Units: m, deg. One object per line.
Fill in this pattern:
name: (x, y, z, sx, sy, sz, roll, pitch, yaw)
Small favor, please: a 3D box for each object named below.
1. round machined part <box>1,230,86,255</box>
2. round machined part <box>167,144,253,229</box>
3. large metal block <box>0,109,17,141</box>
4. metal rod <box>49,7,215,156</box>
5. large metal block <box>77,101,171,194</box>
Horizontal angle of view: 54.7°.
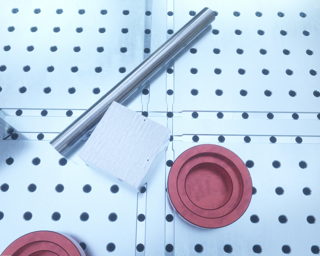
round machined part: (-0.127, 0.165, 0.341, 0.099, 0.042, 0.098, 0, 70, 0)
round machined part: (0.058, 0.072, 0.377, 0.099, 0.042, 0.098, 0, 70, 0)
large metal block: (-0.243, -0.004, 0.382, 0.080, 0.080, 0.050, -40, 75, -13)
metal rod: (-0.030, -0.073, 0.438, 0.025, 0.025, 0.301, 42, 75, 14)
large metal block: (-0.041, 0.025, 0.389, 0.080, 0.050, 0.080, 27, 72, 9)
